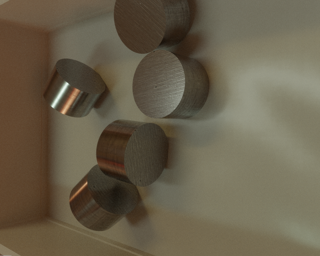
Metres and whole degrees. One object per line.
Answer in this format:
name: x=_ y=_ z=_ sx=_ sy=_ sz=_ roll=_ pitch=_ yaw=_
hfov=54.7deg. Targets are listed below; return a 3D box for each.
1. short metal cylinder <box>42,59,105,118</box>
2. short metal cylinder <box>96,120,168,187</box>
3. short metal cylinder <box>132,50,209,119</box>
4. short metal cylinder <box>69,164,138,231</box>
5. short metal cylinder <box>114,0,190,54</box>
short metal cylinder: x=-0.133 y=-0.062 z=0.481 sx=0.050 sy=0.081 sz=0.080 roll=-50 pitch=61 yaw=28
short metal cylinder: x=-0.034 y=0.031 z=0.399 sx=0.050 sy=0.081 sz=0.079 roll=8 pitch=95 yaw=40
short metal cylinder: x=0.013 y=-0.051 z=0.380 sx=0.080 sy=0.050 sz=0.080 roll=0 pitch=90 yaw=40
short metal cylinder: x=-0.078 y=0.096 z=0.436 sx=0.050 sy=0.081 sz=0.080 roll=-45 pitch=63 yaw=31
short metal cylinder: x=-0.010 y=-0.136 z=0.383 sx=0.080 sy=0.050 sz=0.079 roll=18 pitch=121 yaw=33
